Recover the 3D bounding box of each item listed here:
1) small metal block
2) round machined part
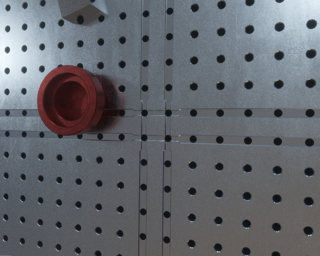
[{"bbox_3d":[-0.122,-0.190,0.454,0.050,0.025,0.050,-17,84,18],"label":"small metal block"},{"bbox_3d":[-0.123,-0.038,0.445,0.098,0.042,0.097,0,90,19],"label":"round machined part"}]
